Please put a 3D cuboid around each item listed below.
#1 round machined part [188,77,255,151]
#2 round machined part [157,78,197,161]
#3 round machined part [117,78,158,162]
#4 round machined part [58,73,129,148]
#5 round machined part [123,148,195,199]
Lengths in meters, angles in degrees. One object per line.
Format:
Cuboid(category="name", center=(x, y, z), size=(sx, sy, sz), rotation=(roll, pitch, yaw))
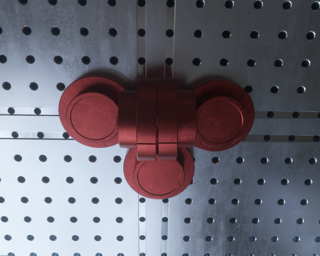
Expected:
Cuboid(category="round machined part", center=(0.073, -0.013, 0.400), size=(0.099, 0.042, 0.097), rotation=(0, 110, -1))
Cuboid(category="round machined part", center=(0.019, -0.010, 0.365), size=(0.042, 0.098, 0.097), rotation=(-1, 110, 0))
Cuboid(category="round machined part", center=(-0.025, -0.010, 0.364), size=(0.042, 0.098, 0.097), rotation=(1, 110, -1))
Cuboid(category="round machined part", center=(-0.081, -0.018, 0.396), size=(0.099, 0.042, 0.097), rotation=(0, 110, -1))
Cuboid(category="round machined part", center=(-0.001, 0.057, 0.425), size=(0.099, 0.042, 0.097), rotation=(0, 110, -1))
